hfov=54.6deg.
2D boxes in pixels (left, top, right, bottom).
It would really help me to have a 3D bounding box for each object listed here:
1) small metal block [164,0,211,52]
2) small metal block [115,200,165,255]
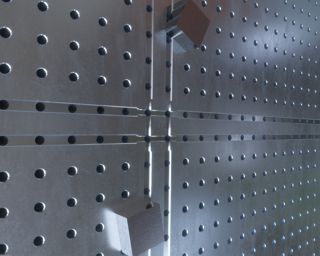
[{"bbox_3d":[0.040,-0.146,0.441,0.050,0.025,0.050,35,68,-34],"label":"small metal block"},{"bbox_3d":[-0.024,0.125,0.388,0.050,0.025,0.050,-13,98,-39],"label":"small metal block"}]
